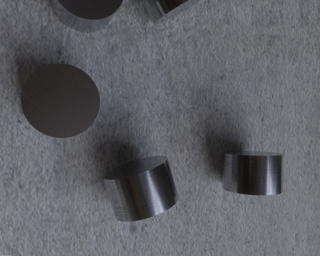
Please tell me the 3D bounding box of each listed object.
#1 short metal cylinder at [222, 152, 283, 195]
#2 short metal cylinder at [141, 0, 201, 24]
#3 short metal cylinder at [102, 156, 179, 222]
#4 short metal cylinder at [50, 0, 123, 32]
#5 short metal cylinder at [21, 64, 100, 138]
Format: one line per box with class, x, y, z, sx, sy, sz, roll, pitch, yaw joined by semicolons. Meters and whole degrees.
short metal cylinder;0.128;0.060;0.429;0.081;0.080;0.050;1;90;-20
short metal cylinder;0.016;-0.172;0.386;0.080;0.080;0.050;-33;101;-17
short metal cylinder;-0.023;0.070;0.372;0.081;0.080;0.050;-18;97;-19
short metal cylinder;-0.087;-0.159;0.364;0.081;0.050;0.079;0;90;-21
short metal cylinder;-0.113;-0.029;0.354;0.081;0.050;0.079;0;90;-21
